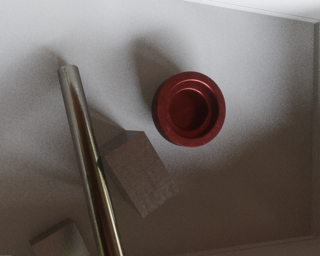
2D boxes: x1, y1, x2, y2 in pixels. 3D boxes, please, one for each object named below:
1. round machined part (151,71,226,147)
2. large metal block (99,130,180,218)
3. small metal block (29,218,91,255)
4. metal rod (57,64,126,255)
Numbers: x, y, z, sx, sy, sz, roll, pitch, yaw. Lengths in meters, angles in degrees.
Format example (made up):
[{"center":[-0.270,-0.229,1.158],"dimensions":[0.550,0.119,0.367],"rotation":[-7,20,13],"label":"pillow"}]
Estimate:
[{"center":[0.035,-0.024,0.416],"dimensions":[0.099,0.042,0.097],"rotation":[0,90,-21],"label":"round machined part"},{"center":[-0.032,0.050,0.371],"dimensions":[0.050,0.080,0.080],"rotation":[-33,101,-17],"label":"large metal block"},{"center":[-0.117,0.143,0.364],"dimensions":[0.050,0.025,0.050],"rotation":[-27,99,-28],"label":"small metal block"},{"center":[-0.066,0.064,0.320],"dimensions":[0.025,0.025,0.299],"rotation":[-11,68,-20],"label":"metal rod"}]
